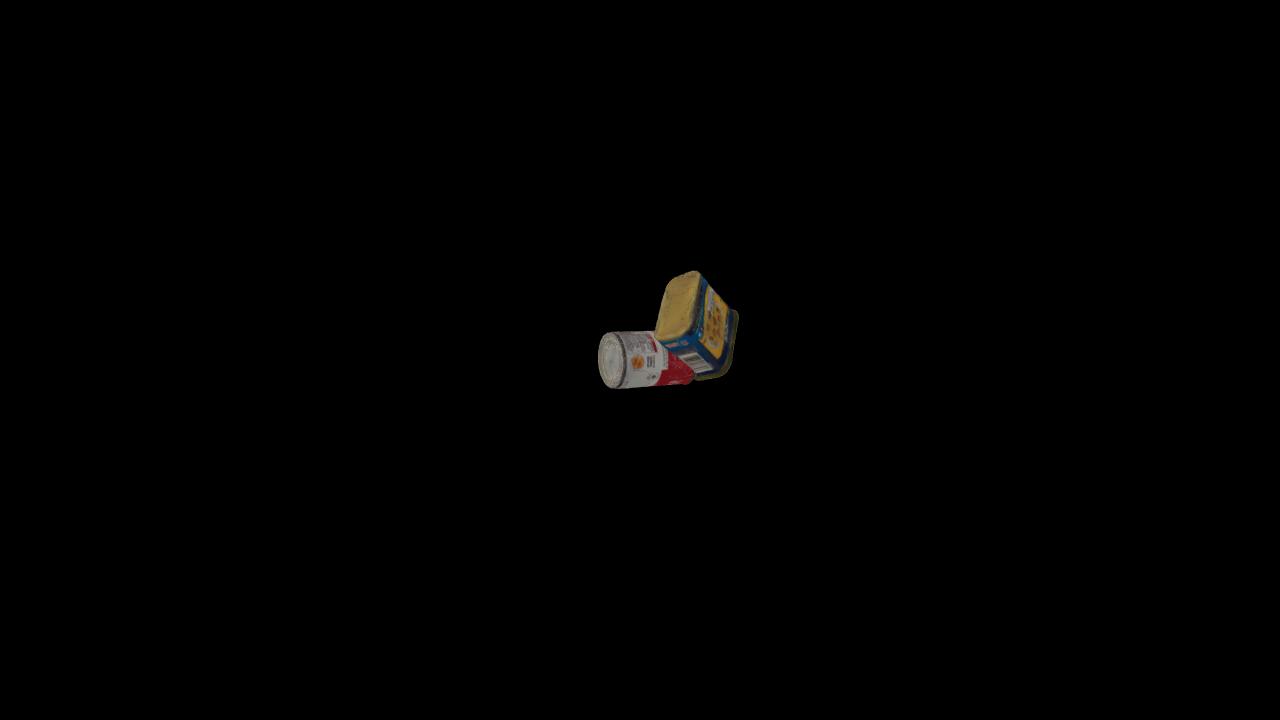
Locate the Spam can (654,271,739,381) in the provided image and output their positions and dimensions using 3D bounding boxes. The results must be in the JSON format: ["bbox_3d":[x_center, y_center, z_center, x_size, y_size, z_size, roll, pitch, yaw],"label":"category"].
[{"bbox_3d":[0.067,-0.041,0.724,0.058,0.101,0.085,-14,-41,36],"label":"Spam can"}]

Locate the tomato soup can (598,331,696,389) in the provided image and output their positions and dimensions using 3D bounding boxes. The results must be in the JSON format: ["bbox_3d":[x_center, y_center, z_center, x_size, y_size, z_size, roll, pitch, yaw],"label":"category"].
[{"bbox_3d":[0.009,-0.001,0.721,0.101,0.068,0.068,-3,1,-29],"label":"tomato soup can"}]
